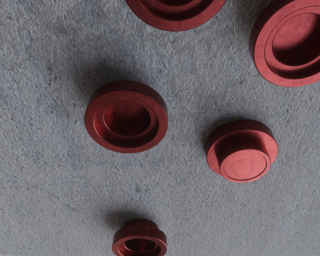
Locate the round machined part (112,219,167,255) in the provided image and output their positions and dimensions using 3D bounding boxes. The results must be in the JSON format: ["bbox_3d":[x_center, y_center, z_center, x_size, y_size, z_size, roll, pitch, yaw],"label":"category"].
[{"bbox_3d":[-0.036,0.204,0.569,0.099,0.042,0.097,0,130,0],"label":"round machined part"}]

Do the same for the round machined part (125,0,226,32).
[{"bbox_3d":[0.014,-0.141,0.276,0.099,0.042,0.097,0,130,0],"label":"round machined part"}]

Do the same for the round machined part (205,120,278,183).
[{"bbox_3d":[0.114,0.039,0.430,0.099,0.042,0.097,0,130,0],"label":"round machined part"}]

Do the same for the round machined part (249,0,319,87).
[{"bbox_3d":[0.141,-0.094,0.317,0.099,0.042,0.097,0,130,0],"label":"round machined part"}]

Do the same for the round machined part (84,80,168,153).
[{"bbox_3d":[-0.039,-0.017,0.381,0.099,0.042,0.097,0,130,0],"label":"round machined part"}]
